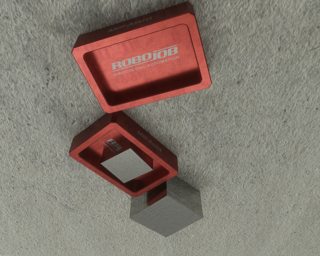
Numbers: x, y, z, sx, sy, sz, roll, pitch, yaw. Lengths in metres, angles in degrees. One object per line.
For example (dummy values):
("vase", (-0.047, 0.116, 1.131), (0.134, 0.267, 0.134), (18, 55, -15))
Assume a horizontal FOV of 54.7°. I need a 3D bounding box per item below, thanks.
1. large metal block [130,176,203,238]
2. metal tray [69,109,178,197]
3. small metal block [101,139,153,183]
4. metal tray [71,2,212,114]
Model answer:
("large metal block", (0.010, 0.123, 0.496), (0.080, 0.050, 0.080), (37, 121, -28))
("metal tray", (-0.048, 0.040, 0.437), (0.090, 0.030, 0.130), (-34, 123, 25))
("small metal block", (-0.044, 0.044, 0.427), (0.050, 0.025, 0.050), (-28, 125, 21))
("metal tray", (-0.017, -0.073, 0.341), (0.130, 0.030, 0.090), (-14, 129, 11))
